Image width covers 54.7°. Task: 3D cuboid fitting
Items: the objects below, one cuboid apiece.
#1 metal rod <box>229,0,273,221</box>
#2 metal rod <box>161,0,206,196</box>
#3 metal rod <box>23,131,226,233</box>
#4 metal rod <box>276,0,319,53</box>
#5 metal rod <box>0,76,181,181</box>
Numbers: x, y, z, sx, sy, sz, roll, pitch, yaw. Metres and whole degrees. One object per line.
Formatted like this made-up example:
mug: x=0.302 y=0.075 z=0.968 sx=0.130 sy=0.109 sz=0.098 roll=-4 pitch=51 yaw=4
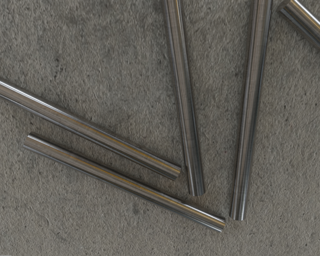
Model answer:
metal rod: x=0.116 y=-0.011 z=0.406 sx=0.025 sy=0.025 sz=0.298 roll=0 pitch=110 yaw=0
metal rod: x=0.030 y=-0.047 z=0.392 sx=0.025 sy=0.025 sz=0.298 roll=-8 pitch=110 yaw=3
metal rod: x=-0.043 y=0.080 z=0.438 sx=0.301 sy=0.025 sz=0.025 roll=26 pitch=108 yaw=-10
metal rod: x=0.262 y=-0.058 z=0.390 sx=0.301 sy=0.025 sz=0.025 roll=36 pitch=106 yaw=-13
metal rod: x=-0.109 y=-0.004 z=0.406 sx=0.301 sy=0.025 sz=0.025 roll=27 pitch=108 yaw=-10
